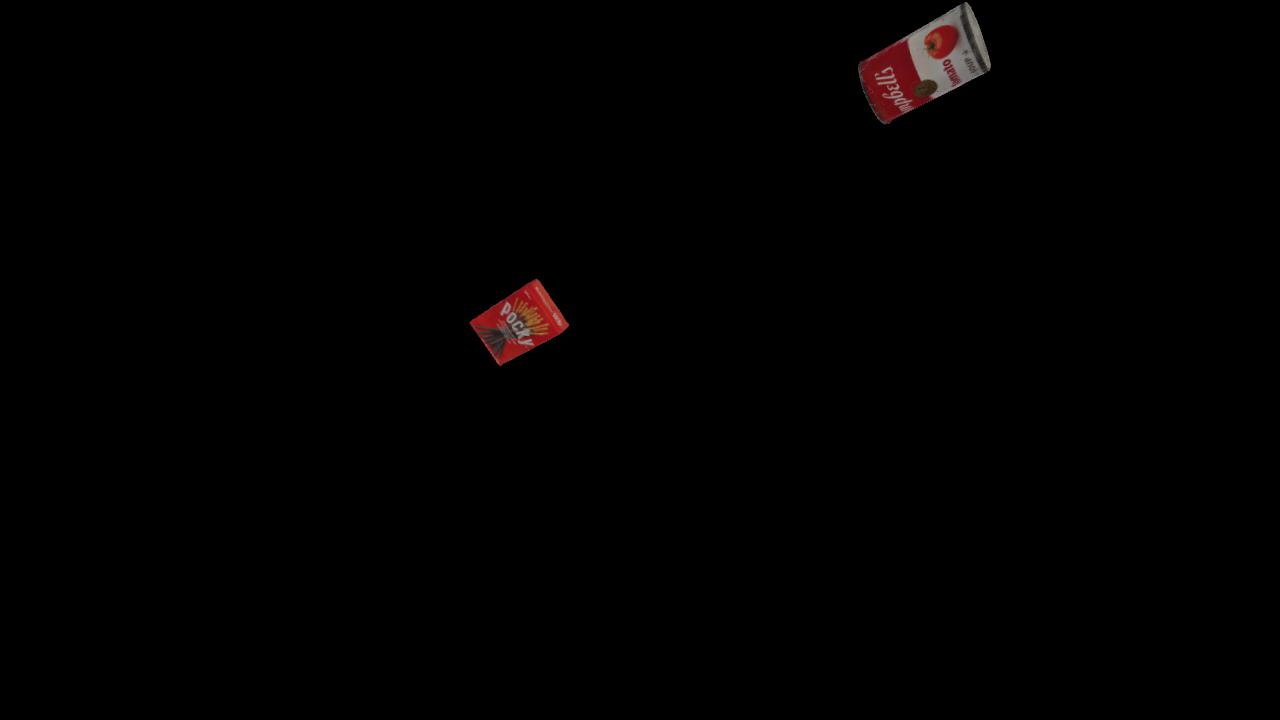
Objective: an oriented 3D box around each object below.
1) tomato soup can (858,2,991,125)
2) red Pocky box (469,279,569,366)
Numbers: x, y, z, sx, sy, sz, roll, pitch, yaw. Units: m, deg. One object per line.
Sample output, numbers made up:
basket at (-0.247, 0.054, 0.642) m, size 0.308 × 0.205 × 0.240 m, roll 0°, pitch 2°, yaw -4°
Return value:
tomato soup can at (0.275, -0.285, 0.596) m, size 0.101 × 0.068 × 0.068 m, roll -19°, pitch -12°, yaw 39°
red Pocky box at (-0.179, -0.052, 0.894) m, size 0.155 × 0.083 × 0.028 m, roll -23°, pitch 14°, yaw 40°
